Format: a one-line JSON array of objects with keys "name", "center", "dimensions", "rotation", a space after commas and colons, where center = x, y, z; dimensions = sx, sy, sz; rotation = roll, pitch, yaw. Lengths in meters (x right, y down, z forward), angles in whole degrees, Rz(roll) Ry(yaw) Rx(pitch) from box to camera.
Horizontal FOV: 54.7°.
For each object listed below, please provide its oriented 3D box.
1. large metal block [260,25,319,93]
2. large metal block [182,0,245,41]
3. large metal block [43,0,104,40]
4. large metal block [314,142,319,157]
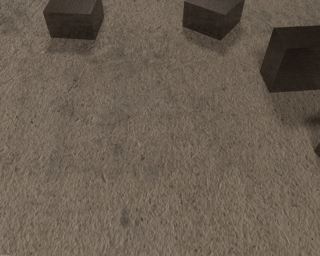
[{"name": "large metal block", "center": [0.203, -0.100, 0.454], "dimensions": [0.081, 0.080, 0.050], "rotation": [-4, 50, -4]}, {"name": "large metal block", "center": [0.098, -0.214, 0.568], "dimensions": [0.080, 0.050, 0.080], "rotation": [28, 55, 21]}, {"name": "large metal block", "center": [-0.152, -0.205, 0.557], "dimensions": [0.080, 0.050, 0.080], "rotation": [4, 50, 3]}, {"name": "large metal block", "center": [0.244, 0.010, 0.362], "dimensions": [0.081, 0.080, 0.050], "rotation": [-18, 53, -15]}]
